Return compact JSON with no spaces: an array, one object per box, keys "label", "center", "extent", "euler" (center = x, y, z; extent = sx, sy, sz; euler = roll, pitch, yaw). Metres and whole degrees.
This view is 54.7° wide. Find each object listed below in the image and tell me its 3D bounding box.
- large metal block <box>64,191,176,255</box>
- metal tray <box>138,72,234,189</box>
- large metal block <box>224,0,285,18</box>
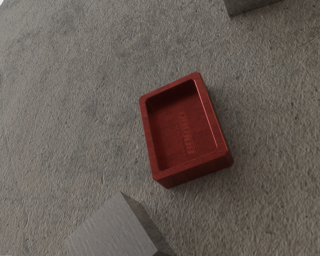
[{"label":"large metal block","center":[-0.042,0.129,0.331],"extent":[0.080,0.050,0.080],"euler":[-42,51,-1]},{"label":"metal tray","center":[0.027,0.000,0.386],"extent":[0.090,0.030,0.130],"euler":[-23,53,14]},{"label":"large metal block","center":[0.132,-0.220,0.454],"extent":[0.080,0.050,0.080],"euler":[-12,57,22]}]
